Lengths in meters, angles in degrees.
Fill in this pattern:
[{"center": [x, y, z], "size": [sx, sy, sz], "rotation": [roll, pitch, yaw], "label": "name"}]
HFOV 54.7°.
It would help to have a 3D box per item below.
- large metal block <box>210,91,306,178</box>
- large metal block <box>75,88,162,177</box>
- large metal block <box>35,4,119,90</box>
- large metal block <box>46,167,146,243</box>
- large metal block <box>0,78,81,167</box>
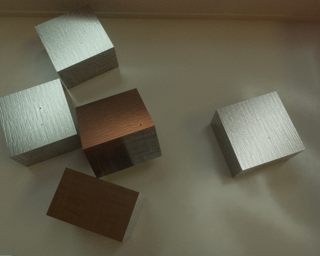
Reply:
[{"center": [0.120, 0.009, 0.394], "size": [0.080, 0.050, 0.080], "rotation": [-17, 71, -6], "label": "large metal block"}, {"center": [-0.052, 0.004, 0.377], "size": [0.080, 0.050, 0.080], "rotation": [-19, 42, -7], "label": "large metal block"}, {"center": [-0.115, -0.114, 0.437], "size": [0.080, 0.050, 0.080], "rotation": [-27, 72, -10], "label": "large metal block"}, {"center": [-0.065, 0.085, 0.346], "size": [0.080, 0.080, 0.050], "rotation": [18, 77, 6], "label": "large metal block"}, {"center": [-0.150, -0.006, 0.397], "size": [0.080, 0.050, 0.080], "rotation": [-20, 71, -7], "label": "large metal block"}]
